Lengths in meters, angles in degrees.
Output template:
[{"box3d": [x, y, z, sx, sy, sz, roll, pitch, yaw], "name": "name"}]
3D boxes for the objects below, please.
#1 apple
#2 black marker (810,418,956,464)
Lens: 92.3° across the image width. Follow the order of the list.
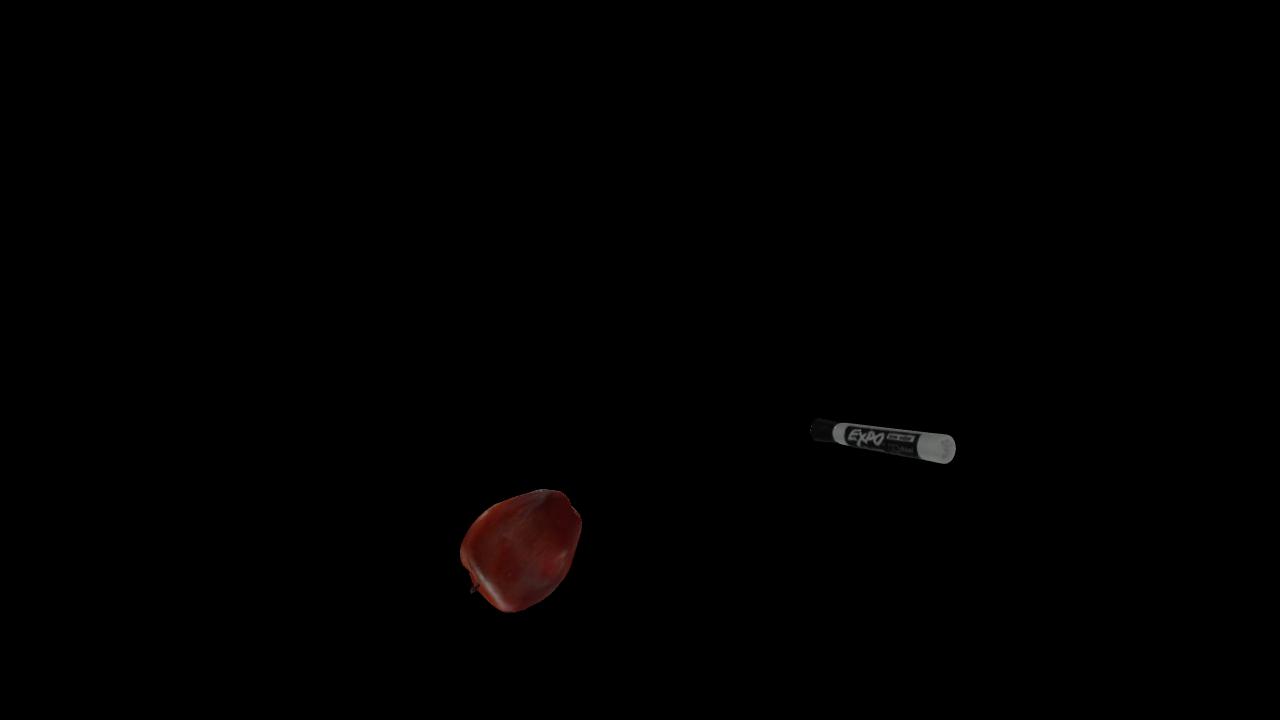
[{"box3d": [-0.086, 0.139, 0.452, 0.093, 0.079, 0.079, -38, 22, -31], "name": "apple"}, {"box3d": [0.167, 0.056, 0.443, 0.020, 0.020, 0.121, 0, 0, -26], "name": "black marker"}]
